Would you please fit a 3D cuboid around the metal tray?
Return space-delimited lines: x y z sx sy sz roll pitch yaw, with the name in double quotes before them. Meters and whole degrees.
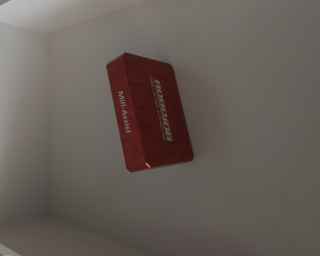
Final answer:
"metal tray" -0.010 -0.018 0.370 0.030 0.091 0.129 -20 78 37
